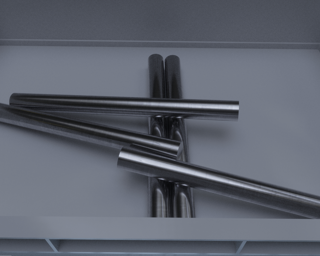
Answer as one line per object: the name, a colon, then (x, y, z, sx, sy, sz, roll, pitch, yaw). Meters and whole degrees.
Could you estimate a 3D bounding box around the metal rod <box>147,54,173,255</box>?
metal rod: (-0.003, 0.007, 0.395, 0.025, 0.025, 0.300, -1, 50, -1)

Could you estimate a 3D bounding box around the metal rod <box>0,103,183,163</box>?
metal rod: (-0.119, -0.002, 0.387, 0.301, 0.025, 0.025, 12, 51, 16)

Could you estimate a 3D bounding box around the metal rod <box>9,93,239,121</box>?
metal rod: (-0.053, -0.028, 0.401, 0.301, 0.025, 0.025, 3, 50, 11)

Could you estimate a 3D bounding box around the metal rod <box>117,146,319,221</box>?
metal rod: (0.104, 0.068, 0.325, 0.302, 0.025, 0.025, 14, 51, 4)

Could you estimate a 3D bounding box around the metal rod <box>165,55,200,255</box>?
metal rod: (0.023, 0.009, 0.394, 0.025, 0.025, 0.300, -1, 50, -1)
